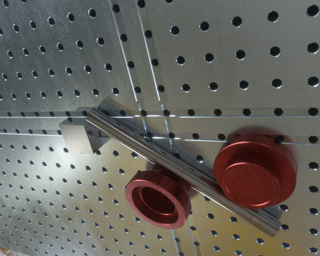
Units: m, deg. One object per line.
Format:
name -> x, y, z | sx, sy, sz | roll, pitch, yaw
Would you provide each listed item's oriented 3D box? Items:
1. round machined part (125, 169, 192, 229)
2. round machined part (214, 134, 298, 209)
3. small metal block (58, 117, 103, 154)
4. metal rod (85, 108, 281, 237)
round machined part -> 0.001, 0.099, 0.456 | 0.098, 0.042, 0.097 | 18, 132, 21
round machined part -> 0.113, 0.059, 0.377 | 0.098, 0.042, 0.097 | 13, 124, 21
small metal block -> -0.124, 0.011, 0.484 | 0.050, 0.025, 0.050 | 2, 120, 27
metal rod -> 0.027, 0.058, 0.432 | 0.301, 0.025, 0.025 | 31, 128, 8
